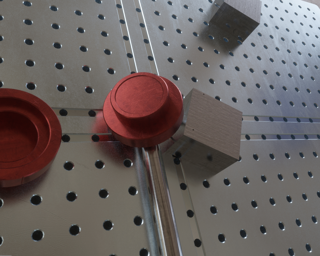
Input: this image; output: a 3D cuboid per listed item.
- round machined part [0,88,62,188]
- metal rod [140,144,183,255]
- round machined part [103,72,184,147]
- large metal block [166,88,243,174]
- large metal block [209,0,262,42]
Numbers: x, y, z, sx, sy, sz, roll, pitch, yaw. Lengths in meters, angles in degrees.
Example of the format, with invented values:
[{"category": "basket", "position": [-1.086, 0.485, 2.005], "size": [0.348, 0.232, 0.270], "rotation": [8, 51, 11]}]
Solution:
[{"category": "round machined part", "position": [-0.152, 0.012, 0.308], "size": [0.099, 0.042, 0.098], "rotation": [14, 56, -21]}, {"category": "metal rod", "position": [0.007, 0.115, 0.341], "size": [0.025, 0.025, 0.299], "rotation": [2, 61, -27]}, {"category": "round machined part", "position": [-0.021, -0.029, 0.375], "size": [0.099, 0.042, 0.098], "rotation": [-4, 58, 6]}, {"category": "large metal block", "position": [0.062, 0.005, 0.423], "size": [0.080, 0.050, 0.080], "rotation": [25, 53, -13]}, {"category": "large metal block", "position": [0.151, -0.231, 0.615], "size": [0.080, 0.050, 0.080], "rotation": [26, 53, -12]}]
